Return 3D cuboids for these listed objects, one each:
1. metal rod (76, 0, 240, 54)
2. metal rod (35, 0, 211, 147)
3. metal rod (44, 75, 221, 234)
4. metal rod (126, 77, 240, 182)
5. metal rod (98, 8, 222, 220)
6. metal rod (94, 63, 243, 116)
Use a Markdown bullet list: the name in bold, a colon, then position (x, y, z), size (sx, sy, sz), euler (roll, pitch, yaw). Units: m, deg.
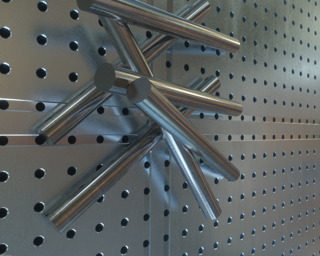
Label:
- **metal rod**: position (0.027, -0.125, 0.389), size (0.302, 0.025, 0.025), euler (-6, 94, -52)
- **metal rod**: position (-0.026, -0.085, 0.386), size (0.301, 0.025, 0.025), euler (-46, 118, -30)
- **metal rod**: position (-0.014, 0.015, 0.396), size (0.301, 0.025, 0.025), euler (-41, 115, -32)
- **metal rod**: position (0.050, 0.022, 0.387), size (0.301, 0.025, 0.025), euler (38, 65, -54)
- **metal rod**: position (0.009, -0.003, 0.381), size (0.025, 0.025, 0.299), euler (-42, 115, -32)
- **metal rod**: position (0.039, -0.037, 0.388), size (0.302, 0.025, 0.025), euler (4, 88, -55)
